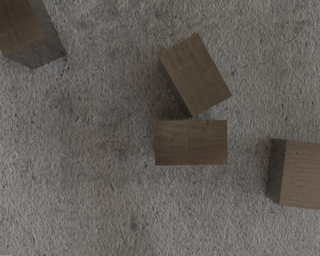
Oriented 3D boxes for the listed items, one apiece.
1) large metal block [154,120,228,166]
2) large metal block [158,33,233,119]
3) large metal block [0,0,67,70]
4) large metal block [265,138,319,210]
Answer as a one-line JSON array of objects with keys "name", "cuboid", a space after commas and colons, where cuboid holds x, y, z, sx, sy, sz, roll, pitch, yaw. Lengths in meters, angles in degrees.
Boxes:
[{"name": "large metal block", "cuboid": [0.034, 0.016, 0.383, 0.081, 0.080, 0.050, -1, 90, 0]}, {"name": "large metal block", "cuboid": [0.039, -0.059, 0.383, 0.050, 0.080, 0.080, -29, 90, 0]}, {"name": "large metal block", "cuboid": [-0.166, -0.125, 0.381, 0.050, 0.080, 0.080, -24, 90, 0]}, {"name": "large metal block", "cuboid": [0.189, 0.059, 0.399, 0.080, 0.050, 0.080, 7, 90, 0]}]
